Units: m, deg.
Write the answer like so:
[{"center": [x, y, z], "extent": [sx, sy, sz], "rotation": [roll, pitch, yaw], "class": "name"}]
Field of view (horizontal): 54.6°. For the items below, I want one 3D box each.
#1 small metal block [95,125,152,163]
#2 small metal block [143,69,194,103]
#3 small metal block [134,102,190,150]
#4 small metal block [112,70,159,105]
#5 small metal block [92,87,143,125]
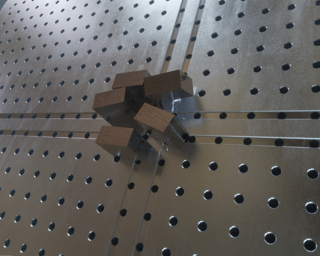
[{"center": [-0.047, 0.021, 0.405], "extent": [0.050, 0.050, 0.025], "rotation": [5, 64, 30], "class": "small metal block"}, {"center": [0.013, -0.055, 0.416], "extent": [0.050, 0.050, 0.025], "rotation": [-9, 81, 23], "class": "small metal block"}, {"center": [0.003, -0.002, 0.393], "extent": [0.050, 0.050, 0.025], "rotation": [25, 75, 37], "class": "small metal block"}, {"center": [-0.032, -0.055, 0.444], "extent": [0.050, 0.050, 0.025], "rotation": [-2, 61, 27], "class": "small metal block"}, {"center": [-0.059, -0.030, 0.443], "extent": [0.050, 0.050, 0.025], "rotation": [-10, 58, 23], "class": "small metal block"}]
